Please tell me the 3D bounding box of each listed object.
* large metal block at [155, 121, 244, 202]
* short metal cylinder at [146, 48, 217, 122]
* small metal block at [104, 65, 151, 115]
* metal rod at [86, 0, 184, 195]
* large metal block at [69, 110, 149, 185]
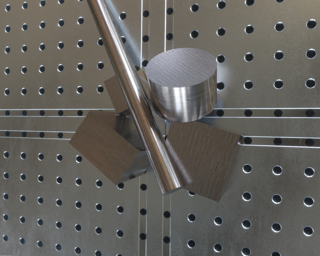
[{"bbox_3d":[0.050,0.034,0.381,0.080,0.050,0.080,19,96,18],"label":"large metal block"},{"bbox_3d":[0.027,-0.052,0.366,0.080,0.080,0.050,9,137,19],"label":"short metal cylinder"},{"bbox_3d":[-0.042,-0.051,0.427,0.050,0.025,0.050,-25,82,18],"label":"small metal block"},{"bbox_3d":[-0.040,-0.060,0.394,0.025,0.025,0.299,-29,69,17],"label":"metal rod"},{"bbox_3d":[-0.054,0.022,0.401,0.080,0.080,0.050,39,102,15],"label":"large metal block"}]
